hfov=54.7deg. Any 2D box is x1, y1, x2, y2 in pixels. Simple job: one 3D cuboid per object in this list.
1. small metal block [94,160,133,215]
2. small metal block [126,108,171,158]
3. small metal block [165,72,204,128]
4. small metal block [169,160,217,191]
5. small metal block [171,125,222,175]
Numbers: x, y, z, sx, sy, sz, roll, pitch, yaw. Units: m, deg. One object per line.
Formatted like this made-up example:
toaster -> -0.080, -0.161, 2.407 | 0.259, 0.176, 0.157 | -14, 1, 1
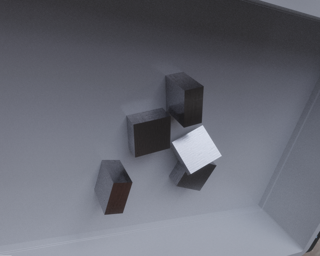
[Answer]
small metal block -> -0.062, 0.076, 0.406 | 0.025, 0.050, 0.050 | 4, 117, -30
small metal block -> -0.014, 0.006, 0.404 | 0.050, 0.025, 0.050 | -14, 124, -21
small metal block -> 0.029, -0.036, 0.386 | 0.025, 0.050, 0.050 | -15, 125, -20
small metal block -> 0.050, 0.066, 0.477 | 0.050, 0.025, 0.050 | 19, 108, -36
small metal block -> 0.050, 0.032, 0.437 | 0.050, 0.050, 0.025 | -29, 171, -10
